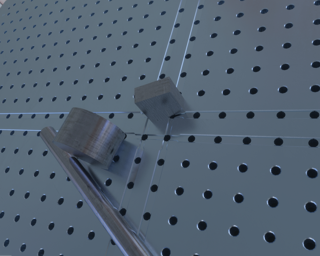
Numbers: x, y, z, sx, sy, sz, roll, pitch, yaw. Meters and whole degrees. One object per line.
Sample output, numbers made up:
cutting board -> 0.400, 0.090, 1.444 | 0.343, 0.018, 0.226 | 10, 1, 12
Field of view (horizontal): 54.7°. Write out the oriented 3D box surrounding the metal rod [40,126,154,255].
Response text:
metal rod -> -0.090, 0.083, 0.404 | 0.025, 0.025, 0.300 | -47, 51, -4

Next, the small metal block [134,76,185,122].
small metal block -> 0.000, -0.037, 0.415 | 0.050, 0.050, 0.025 | -16, 56, 19

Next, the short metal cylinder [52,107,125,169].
short metal cylinder -> -0.094, 0.015, 0.413 | 0.080, 0.080, 0.050 | 13, 69, 33
